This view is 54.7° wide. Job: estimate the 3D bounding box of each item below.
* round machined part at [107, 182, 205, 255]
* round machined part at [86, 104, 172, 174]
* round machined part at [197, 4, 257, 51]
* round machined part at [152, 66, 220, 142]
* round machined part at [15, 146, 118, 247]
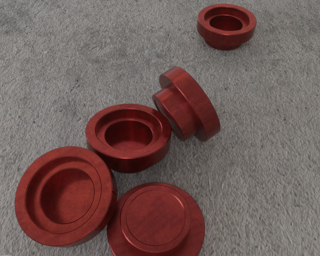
[{"bbox_3d":[-0.004,0.097,0.310,0.099,0.042,0.098,0,50,0],"label":"round machined part"},{"bbox_3d":[-0.037,0.016,0.371,0.099,0.042,0.098,3,40,-2],"label":"round machined part"},{"bbox_3d":[0.113,-0.171,0.537,0.099,0.042,0.098,0,50,0],"label":"round machined part"},{"bbox_3d":[0.026,-0.023,0.378,0.042,0.098,0.098,-35,57,-7],"label":"round machined part"},{"bbox_3d":[-0.092,0.071,0.320,0.099,0.042,0.098,-3,66,6],"label":"round machined part"}]
